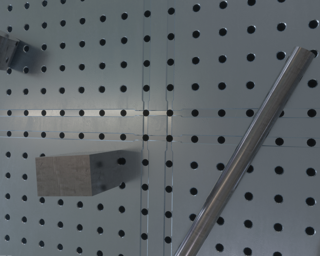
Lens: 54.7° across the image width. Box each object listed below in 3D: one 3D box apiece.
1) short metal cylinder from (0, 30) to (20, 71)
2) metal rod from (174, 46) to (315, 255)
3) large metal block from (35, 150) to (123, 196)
[{"bbox_3d":[-0.267,-0.129,0.478,0.080,0.080,0.050,29,100,17],"label":"short metal cylinder"},{"bbox_3d":[0.097,0.043,0.378,0.025,0.025,0.298,31,100,17],"label":"metal rod"},{"bbox_3d":[-0.107,0.059,0.421,0.080,0.080,0.050,-5,89,20],"label":"large metal block"}]
